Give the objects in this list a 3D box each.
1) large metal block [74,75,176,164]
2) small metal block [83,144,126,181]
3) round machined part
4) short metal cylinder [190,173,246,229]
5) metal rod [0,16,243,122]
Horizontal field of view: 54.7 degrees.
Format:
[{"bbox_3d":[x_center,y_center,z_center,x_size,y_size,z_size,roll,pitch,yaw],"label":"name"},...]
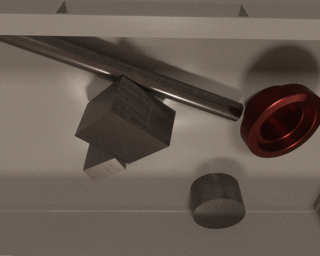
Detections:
[{"bbox_3d":[-0.041,-0.005,0.371,0.080,0.050,0.080,32,142,-28],"label":"large metal block"},{"bbox_3d":[-0.073,0.039,0.425,0.050,0.050,0.025,-22,127,17],"label":"small metal block"},{"bbox_3d":[0.143,-0.013,0.379,0.099,0.042,0.097,-11,131,-12],"label":"round machined part"},{"bbox_3d":[0.091,0.117,0.494,0.081,0.050,0.079,0,130,0],"label":"short metal cylinder"},{"bbox_3d":[-0.041,-0.063,0.354,0.302,0.025,0.025,17,128,-15],"label":"metal rod"}]
